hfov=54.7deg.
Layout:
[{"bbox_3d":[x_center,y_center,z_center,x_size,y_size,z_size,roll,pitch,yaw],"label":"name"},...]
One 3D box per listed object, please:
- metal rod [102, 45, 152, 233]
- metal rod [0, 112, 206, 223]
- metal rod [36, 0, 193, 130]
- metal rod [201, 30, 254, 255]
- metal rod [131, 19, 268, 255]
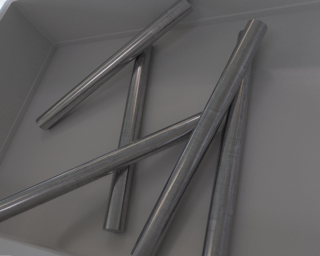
[{"bbox_3d":[-0.039,-0.011,0.432,0.025,0.025,0.299,-8,58,24],"label":"metal rod"},{"bbox_3d":[-0.076,0.049,0.375,0.301,0.025,0.025,-24,52,-2],"label":"metal rod"},{"bbox_3d":[-0.077,-0.092,0.477,0.300,0.025,0.025,-36,51,14],"label":"metal rod"},{"bbox_3d":[0.084,0.006,0.357,0.025,0.025,0.300,0,62,28],"label":"metal rod"},{"bbox_3d":[0.049,0.008,0.352,0.025,0.025,0.299,22,80,36],"label":"metal rod"}]
